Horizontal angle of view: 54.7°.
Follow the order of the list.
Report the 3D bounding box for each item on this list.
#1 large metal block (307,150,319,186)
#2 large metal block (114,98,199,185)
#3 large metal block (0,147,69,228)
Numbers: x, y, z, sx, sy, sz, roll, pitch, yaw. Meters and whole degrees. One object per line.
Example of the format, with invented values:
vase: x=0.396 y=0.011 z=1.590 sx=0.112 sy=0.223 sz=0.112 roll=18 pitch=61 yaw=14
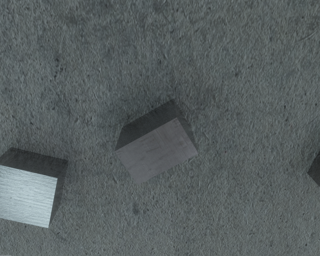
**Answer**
large metal block: x=0.264 y=0.050 z=0.417 sx=0.080 sy=0.050 sz=0.079 roll=17 pitch=109 yaw=-7
large metal block: x=-0.004 y=0.014 z=0.385 sx=0.080 sy=0.080 sz=0.050 roll=-29 pitch=108 yaw=10
large metal block: x=-0.179 y=0.081 z=0.425 sx=0.080 sy=0.050 sz=0.079 roll=14 pitch=110 yaw=-6
